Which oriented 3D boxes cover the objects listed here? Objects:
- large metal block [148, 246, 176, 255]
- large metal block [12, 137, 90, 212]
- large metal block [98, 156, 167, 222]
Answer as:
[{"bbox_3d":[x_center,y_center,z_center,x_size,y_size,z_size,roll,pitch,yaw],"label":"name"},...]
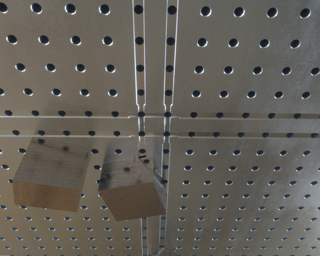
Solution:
[{"bbox_3d":[-0.001,0.302,0.633,0.050,0.080,0.079,10,129,-9],"label":"large metal block"},{"bbox_3d":[-0.146,0.063,0.427,0.081,0.080,0.050,10,129,-9],"label":"large metal block"},{"bbox_3d":[-0.039,0.094,0.475,0.080,0.050,0.080,-11,130,8],"label":"large metal block"}]
